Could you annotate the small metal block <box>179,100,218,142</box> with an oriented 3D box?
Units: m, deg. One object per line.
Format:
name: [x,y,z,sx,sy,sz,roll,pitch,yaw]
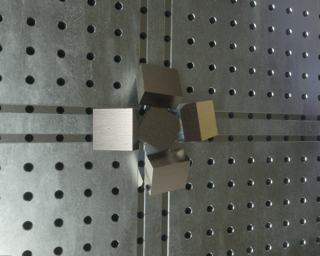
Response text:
small metal block: [0.053,-0.010,0.421,0.050,0.025,0.050,-14,96,-55]

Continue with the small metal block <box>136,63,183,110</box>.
small metal block: [-0.002,-0.054,0.400,0.050,0.025,0.050,7,52,-20]

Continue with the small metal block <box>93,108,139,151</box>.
small metal block: [-0.054,0.002,0.381,0.050,0.025,0.050,0,90,14]

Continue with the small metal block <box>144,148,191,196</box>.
small metal block: [0.009,0.057,0.404,0.050,0.025,0.050,-10,129,-20]

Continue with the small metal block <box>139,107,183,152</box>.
small metal block: [-0.004,0.001,0.412,0.050,0.025,0.050,33,79,-18]
